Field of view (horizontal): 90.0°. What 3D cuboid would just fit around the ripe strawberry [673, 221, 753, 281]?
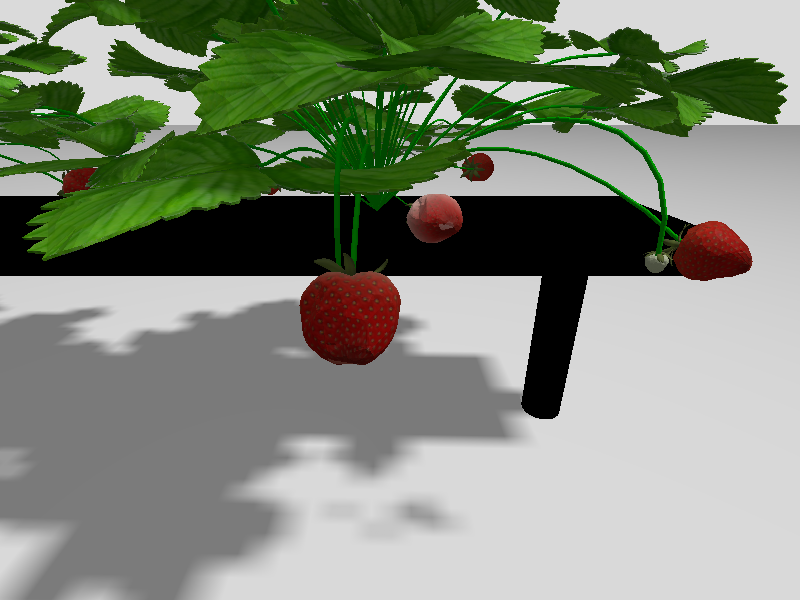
[{"bbox_3d":[0.156,-0.023,0.199,0.031,0.030,0.028,27,36,34],"label":"ripe strawberry"}]

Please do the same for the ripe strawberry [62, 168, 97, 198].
[{"bbox_3d":[-0.255,-0.092,0.335,0.037,0.036,0.040,1,25,1],"label":"ripe strawberry"}]

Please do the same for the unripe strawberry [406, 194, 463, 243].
[{"bbox_3d":[0.023,-0.050,0.250,0.035,0.032,0.032,-10,28,-21],"label":"unripe strawberry"}]

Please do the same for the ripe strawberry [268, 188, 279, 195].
[{"bbox_3d":[-0.135,-0.120,0.409,0.025,0.024,0.027,14,29,29],"label":"ripe strawberry"}]

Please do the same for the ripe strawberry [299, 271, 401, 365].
[{"bbox_3d":[-0.017,0.007,0.133,0.034,0.031,0.030,0,-28,-1],"label":"ripe strawberry"}]

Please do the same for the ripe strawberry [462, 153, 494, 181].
[{"bbox_3d":[0.096,-0.161,0.484,0.038,0.033,0.038,18,30,33],"label":"ripe strawberry"}]

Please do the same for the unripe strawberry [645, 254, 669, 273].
[{"bbox_3d":[0.121,-0.017,0.189,0.009,0.010,0.010,-19,31,-35],"label":"unripe strawberry"}]
